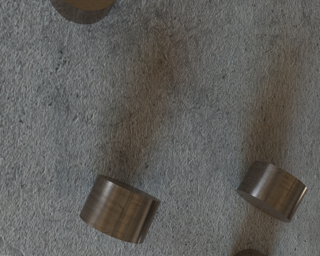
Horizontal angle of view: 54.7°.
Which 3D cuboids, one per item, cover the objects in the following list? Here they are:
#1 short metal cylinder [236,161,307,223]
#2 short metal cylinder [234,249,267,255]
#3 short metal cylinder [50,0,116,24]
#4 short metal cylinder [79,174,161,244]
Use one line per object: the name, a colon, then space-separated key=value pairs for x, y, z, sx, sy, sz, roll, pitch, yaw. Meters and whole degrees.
short metal cylinder: x=0.156 y=0.089 z=0.437 sx=0.080 sy=0.080 sz=0.050 roll=38 pitch=78 yaw=-16
short metal cylinder: x=0.140 y=0.224 z=0.448 sx=0.081 sy=0.050 sz=0.080 roll=0 pitch=90 yaw=-20
short metal cylinder: x=-0.089 y=-0.169 z=0.362 sx=0.081 sy=0.050 sz=0.080 roll=0 pitch=90 yaw=-20
short metal cylinder: x=-0.046 y=0.093 z=0.363 sx=0.080 sy=0.080 sz=0.050 roll=26 pitch=81 yaw=-18
